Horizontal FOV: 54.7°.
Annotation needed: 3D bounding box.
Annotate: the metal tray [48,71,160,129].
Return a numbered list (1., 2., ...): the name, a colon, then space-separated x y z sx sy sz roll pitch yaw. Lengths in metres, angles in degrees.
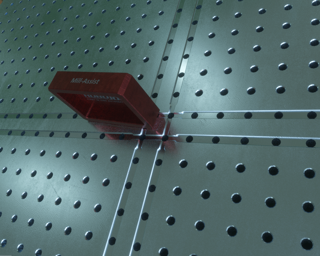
1. metal tray: -0.077 -0.039 0.428 0.130 0.090 0.030 7 66 31
